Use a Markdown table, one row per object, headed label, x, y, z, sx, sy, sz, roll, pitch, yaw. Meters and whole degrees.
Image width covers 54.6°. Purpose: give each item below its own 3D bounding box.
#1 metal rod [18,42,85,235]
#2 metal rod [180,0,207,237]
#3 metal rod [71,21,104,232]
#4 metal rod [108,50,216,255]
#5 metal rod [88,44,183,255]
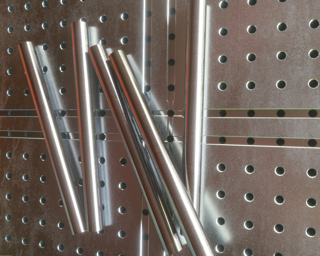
| label | x | y | z | sx | sy | sz | roll | pitch | yaw |
| --- | --- | --- | --- | --- | --- | --- | --- | --- | --- |
| metal rod | -0.163 | 0.011 | 0.470 | 0.025 | 0.025 | 0.299 | -21 | 83 | 19 |
| metal rod | 0.043 | -0.013 | 0.397 | 0.025 | 0.025 | 0.298 | 2 | 91 | 20 |
| metal rod | -0.106 | -0.003 | 0.450 | 0.025 | 0.025 | 0.298 | -5 | 88 | 20 |
| metal rod | -0.002 | 0.030 | 0.395 | 0.025 | 0.025 | 0.299 | -29 | 74 | 18 |
| metal rod | -0.036 | 0.023 | 0.425 | 0.025 | 0.025 | 0.299 | -25 | 82 | 18 |
